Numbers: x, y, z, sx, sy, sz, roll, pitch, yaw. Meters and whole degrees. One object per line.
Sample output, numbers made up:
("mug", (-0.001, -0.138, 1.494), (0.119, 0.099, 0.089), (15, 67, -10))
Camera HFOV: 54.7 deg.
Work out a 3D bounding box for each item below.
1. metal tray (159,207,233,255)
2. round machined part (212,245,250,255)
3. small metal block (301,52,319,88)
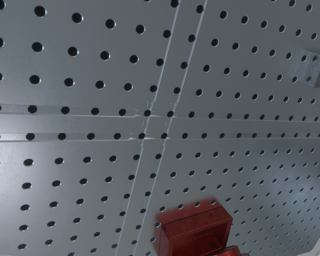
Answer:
("metal tray", (0.066, 0.202, 0.568), (0.131, 0.030, 0.089), (-10, 123, -23))
("round machined part", (0.130, 0.264, 0.614), (0.099, 0.042, 0.098), (-17, 162, -6))
("small metal block", (0.263, -0.093, 0.497), (0.050, 0.025, 0.050), (-6, 121, -26))
